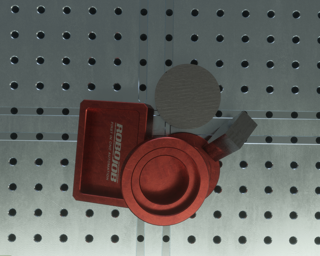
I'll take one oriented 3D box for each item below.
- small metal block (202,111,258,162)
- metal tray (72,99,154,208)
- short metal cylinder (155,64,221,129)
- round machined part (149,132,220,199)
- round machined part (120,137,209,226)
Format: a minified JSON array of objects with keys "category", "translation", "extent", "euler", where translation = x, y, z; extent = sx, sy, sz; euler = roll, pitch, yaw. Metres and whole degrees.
[{"category":"small metal block","translation":[0.088,0.011,0.392],"extent":[0.025,0.050,0.050],"euler":[47,55,0]},{"category":"metal tray","translation":[-0.060,0.031,0.399],"extent":[0.090,0.030,0.129],"euler":[5,90,14]},{"category":"short metal cylinder","translation":[0.034,-0.038,0.401],"extent":[0.081,0.050,0.079],"euler":[0,90,-1]},{"category":"round machined part","translation":[0.030,0.054,0.404],"extent":[0.099,0.042,0.097],"euler":[0,90,-1]},{"category":"round machined part","translation":[0.003,0.058,0.357],"extent":[0.099,0.042,0.097],"euler":[0,92,-11]}]
